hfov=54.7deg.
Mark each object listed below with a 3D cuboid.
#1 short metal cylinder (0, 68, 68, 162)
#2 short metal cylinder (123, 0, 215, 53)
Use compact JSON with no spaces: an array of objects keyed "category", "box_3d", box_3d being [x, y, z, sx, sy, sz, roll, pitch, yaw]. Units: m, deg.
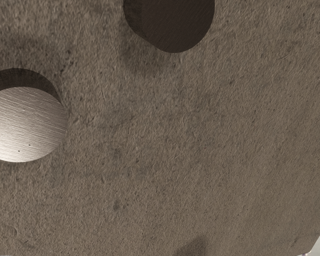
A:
[{"category":"short metal cylinder","box_3d":[-0.138,-0.013,0.308,0.081,0.050,0.079,-14,125,-21]},{"category":"short metal cylinder","box_3d":[0.009,-0.124,0.320,0.081,0.050,0.079,-14,125,-21]}]
